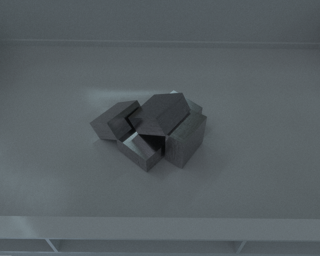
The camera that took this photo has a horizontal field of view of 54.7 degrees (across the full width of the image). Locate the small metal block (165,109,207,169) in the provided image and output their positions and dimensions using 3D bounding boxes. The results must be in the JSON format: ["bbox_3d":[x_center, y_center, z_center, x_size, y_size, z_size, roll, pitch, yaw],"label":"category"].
[{"bbox_3d":[0.031,0.013,0.376,0.025,0.050,0.050,29,56,21],"label":"small metal block"}]

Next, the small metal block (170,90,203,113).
[{"bbox_3d":[0.021,-0.018,0.418,0.050,0.025,0.050,35,58,25],"label":"small metal block"}]

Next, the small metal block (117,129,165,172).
[{"bbox_3d":[-0.018,0.019,0.387,0.050,0.025,0.050,35,58,25],"label":"small metal block"}]

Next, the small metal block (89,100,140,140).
[{"bbox_3d":[-0.054,-0.010,0.395,0.050,0.025,0.050,-41,23,-28],"label":"small metal block"}]

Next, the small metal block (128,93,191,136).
[{"bbox_3d":[-0.001,-0.017,0.369,0.050,0.025,0.050,3,40,48],"label":"small metal block"}]
